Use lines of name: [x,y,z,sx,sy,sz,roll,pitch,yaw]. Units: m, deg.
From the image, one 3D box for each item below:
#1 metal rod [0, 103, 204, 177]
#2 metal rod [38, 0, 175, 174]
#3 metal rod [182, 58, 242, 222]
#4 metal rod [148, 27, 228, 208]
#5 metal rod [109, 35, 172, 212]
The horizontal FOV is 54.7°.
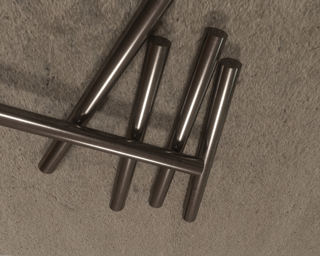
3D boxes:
metal rod: [-0.086,0.013,0.382,0.302,0.025,0.025,16,128,-14]
metal rod: [-0.080,-0.037,0.374,0.025,0.025,0.298,28,125,-22]
metal rod: [0.065,0.040,0.442,0.025,0.025,0.298,4,130,-4]
metal rod: [0.026,0.011,0.416,0.025,0.025,0.298,10,130,-9]
metal rod: [-0.036,0.018,0.421,0.025,0.025,0.298,10,129,-9]
